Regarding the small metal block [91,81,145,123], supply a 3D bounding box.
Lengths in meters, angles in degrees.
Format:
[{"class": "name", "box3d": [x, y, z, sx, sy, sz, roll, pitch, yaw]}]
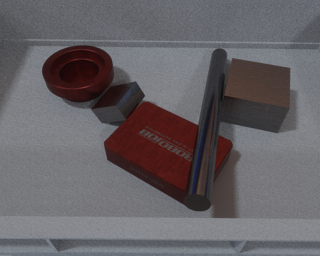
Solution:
[{"class": "small metal block", "box3d": [-0.056, -0.035, 0.419, 0.050, 0.025, 0.050, -4, 41, 40]}]

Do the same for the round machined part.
[{"class": "round machined part", "box3d": [-0.117, -0.076, 0.456, 0.099, 0.042, 0.098, 0, 50, 0]}]

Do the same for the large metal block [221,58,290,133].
[{"class": "large metal block", "box3d": [0.131, -0.046, 0.430, 0.080, 0.050, 0.080, 12, 51, 10]}]

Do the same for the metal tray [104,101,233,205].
[{"class": "metal tray", "box3d": [0.010, 0.028, 0.379, 0.130, 0.030, 0.090, 27, 55, 20]}]

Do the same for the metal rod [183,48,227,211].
[{"class": "metal rod", "box3d": [0.066, -0.025, 0.394, 0.025, 0.025, 0.301, 10, 40, 8]}]
